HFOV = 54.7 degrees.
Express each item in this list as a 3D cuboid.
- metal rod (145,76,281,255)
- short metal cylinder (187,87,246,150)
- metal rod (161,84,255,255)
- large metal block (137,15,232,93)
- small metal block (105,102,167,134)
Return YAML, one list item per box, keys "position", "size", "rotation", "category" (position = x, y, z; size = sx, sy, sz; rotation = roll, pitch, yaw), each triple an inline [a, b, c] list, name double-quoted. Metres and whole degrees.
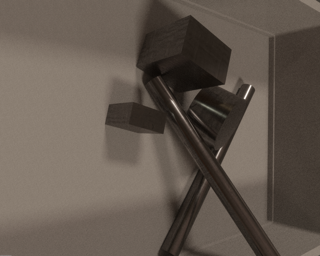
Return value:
- position: [0.073, 0.064, 0.390]
  size: [0.025, 0.025, 0.299]
  rotation: [-29, 84, -37]
  category: "metal rod"
- position: [0.077, -0.016, 0.433]
  size: [0.080, 0.050, 0.080]
  rotation: [-43, 152, -30]
  category: "short metal cylinder"
- position: [0.083, 0.051, 0.478]
  size: [0.025, 0.025, 0.300]
  rotation: [45, 63, -31]
  category: "metal rod"
- position: [0.031, -0.089, 0.397]
  size: [0.080, 0.080, 0.050]
  rotation: [25, 71, -37]
  category: "large metal block"
- position: [-0.029, -0.011, 0.368]
  size: [0.050, 0.050, 0.025]
  rotation: [17, 80, -39]
  category: "small metal block"
